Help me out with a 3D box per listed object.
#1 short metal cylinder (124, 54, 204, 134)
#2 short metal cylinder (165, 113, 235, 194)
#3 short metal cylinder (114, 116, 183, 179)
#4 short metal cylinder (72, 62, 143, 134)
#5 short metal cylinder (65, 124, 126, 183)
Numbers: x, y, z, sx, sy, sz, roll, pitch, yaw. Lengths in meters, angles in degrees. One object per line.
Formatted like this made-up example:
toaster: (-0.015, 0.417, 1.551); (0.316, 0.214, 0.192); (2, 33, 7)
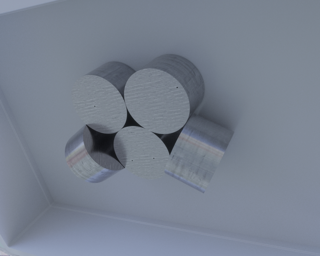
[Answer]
short metal cylinder: (0.006, -0.040, 0.363); (0.080, 0.050, 0.079); (13, 124, 21)
short metal cylinder: (0.047, 0.029, 0.364); (0.050, 0.080, 0.079); (26, 128, 12)
short metal cylinder: (-0.013, 0.021, 0.410); (0.080, 0.050, 0.079); (13, 124, 21)
short metal cylinder: (-0.065, -0.039, 0.401); (0.080, 0.050, 0.079); (13, 124, 21)
short metal cylinder: (-0.084, 0.031, 0.435); (0.050, 0.080, 0.080); (-34, 99, 38)
